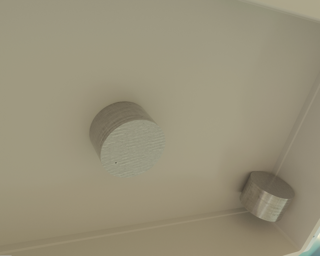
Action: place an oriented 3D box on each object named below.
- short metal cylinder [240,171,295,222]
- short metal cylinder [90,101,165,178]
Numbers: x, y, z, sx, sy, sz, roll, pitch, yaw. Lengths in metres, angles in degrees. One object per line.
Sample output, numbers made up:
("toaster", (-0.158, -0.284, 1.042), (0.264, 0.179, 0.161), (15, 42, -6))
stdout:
("short metal cylinder", (0.191, 0.121, 0.555), (0.081, 0.080, 0.050), (4, 116, -31))
("short metal cylinder", (-0.040, 0.014, 0.380), (0.081, 0.050, 0.079), (-14, 125, -21))
